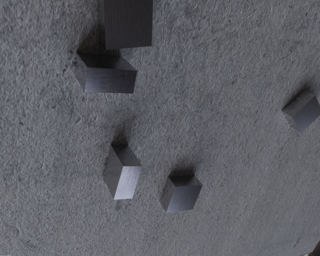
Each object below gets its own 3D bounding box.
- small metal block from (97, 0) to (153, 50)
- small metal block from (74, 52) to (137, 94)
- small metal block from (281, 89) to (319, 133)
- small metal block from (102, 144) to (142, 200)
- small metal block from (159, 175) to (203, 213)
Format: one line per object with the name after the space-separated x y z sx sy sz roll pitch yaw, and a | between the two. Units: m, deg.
-0.036 -0.110 0.319 0.050 0.025 0.050 -11 123 -22 | small metal block
-0.058 -0.058 0.323 0.050 0.050 0.025 -2 119 -28 | small metal block
0.239 -0.028 0.520 0.050 0.025 0.050 -45 129 3 | small metal block
-0.050 0.055 0.398 0.025 0.050 0.050 4 117 -30 | small metal block
0.033 0.104 0.489 0.050 0.025 0.050 3 117 -30 | small metal block
